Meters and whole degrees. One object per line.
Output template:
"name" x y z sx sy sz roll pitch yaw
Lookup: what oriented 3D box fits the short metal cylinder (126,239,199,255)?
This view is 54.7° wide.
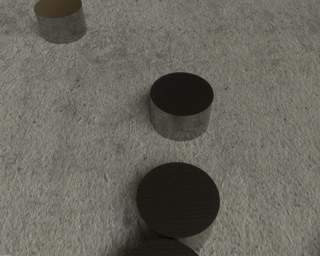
"short metal cylinder" 0.002 0.144 0.266 0.080 0.050 0.080 0 50 0

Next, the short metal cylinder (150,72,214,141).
"short metal cylinder" 0.028 -0.029 0.411 0.080 0.050 0.080 0 50 0

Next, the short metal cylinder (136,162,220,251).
"short metal cylinder" 0.017 0.082 0.318 0.080 0.050 0.080 0 50 0

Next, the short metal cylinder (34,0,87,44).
"short metal cylinder" -0.174 -0.193 0.548 0.080 0.050 0.080 0 50 0
